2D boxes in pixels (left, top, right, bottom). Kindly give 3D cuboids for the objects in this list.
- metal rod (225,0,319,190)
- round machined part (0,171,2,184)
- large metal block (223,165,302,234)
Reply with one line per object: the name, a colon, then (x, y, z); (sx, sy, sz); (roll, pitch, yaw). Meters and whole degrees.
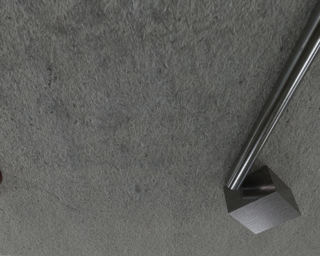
metal rod: (0.143, -0.025, 0.387); (0.025, 0.025, 0.298); (9, 130, -8)
round machined part: (-0.295, 0.080, 0.461); (0.099, 0.042, 0.097); (0, 130, 0)
large metal block: (0.160, 0.116, 0.491); (0.080, 0.050, 0.080); (-34, 123, 25)
